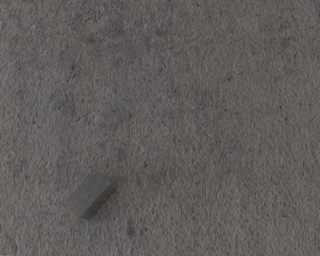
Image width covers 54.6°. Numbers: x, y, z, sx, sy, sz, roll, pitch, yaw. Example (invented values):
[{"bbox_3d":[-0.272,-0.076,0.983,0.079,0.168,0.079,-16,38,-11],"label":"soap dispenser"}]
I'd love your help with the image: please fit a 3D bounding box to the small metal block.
[{"bbox_3d":[-0.080,0.080,0.365,0.025,0.050,0.050,39,75,13],"label":"small metal block"}]
